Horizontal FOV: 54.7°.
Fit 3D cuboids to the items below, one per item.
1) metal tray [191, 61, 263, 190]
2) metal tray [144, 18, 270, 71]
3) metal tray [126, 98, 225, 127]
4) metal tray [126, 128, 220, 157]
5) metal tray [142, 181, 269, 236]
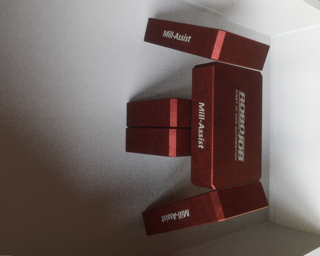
[{"bbox_3d":[0.077,-0.002,0.348,0.091,0.030,0.129,1,89,-41],"label":"metal tray"},{"bbox_3d":[0.053,-0.104,0.379,0.091,0.130,0.030,1,110,-40],"label":"metal tray"},{"bbox_3d":[0.035,-0.016,0.392,0.131,0.090,0.030,1,90,-40],"label":"metal tray"},{"bbox_3d":[0.034,0.016,0.392,0.131,0.090,0.030,1,90,-40],"label":"metal tray"},{"bbox_3d":[0.051,0.099,0.378,0.091,0.130,0.030,1,68,-41],"label":"metal tray"}]
